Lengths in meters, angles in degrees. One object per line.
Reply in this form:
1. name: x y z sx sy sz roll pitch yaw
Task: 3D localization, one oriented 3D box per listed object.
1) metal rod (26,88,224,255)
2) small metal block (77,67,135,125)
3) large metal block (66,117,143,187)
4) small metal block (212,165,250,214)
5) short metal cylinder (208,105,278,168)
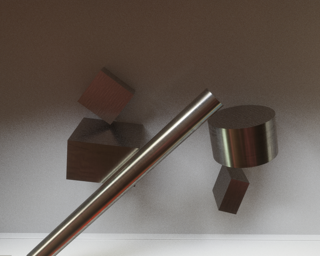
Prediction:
1. metal rod: -0.050 0.067 0.350 0.299 0.025 0.025 -43 105 14
2. small metal block: -0.068 -0.041 0.395 0.050 0.025 0.050 37 106 -13
3. large metal block: -0.066 0.027 0.391 0.081 0.080 0.050 7 110 -3
4. small metal block: 0.097 0.082 0.430 0.025 0.050 0.050 15 109 -6
5. short metal cylinder: 0.103 0.008 0.387 0.080 0.080 0.050 -11 110 3
